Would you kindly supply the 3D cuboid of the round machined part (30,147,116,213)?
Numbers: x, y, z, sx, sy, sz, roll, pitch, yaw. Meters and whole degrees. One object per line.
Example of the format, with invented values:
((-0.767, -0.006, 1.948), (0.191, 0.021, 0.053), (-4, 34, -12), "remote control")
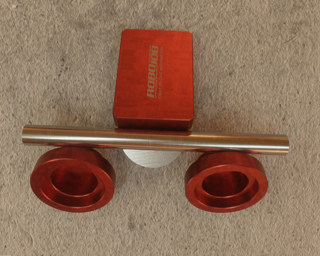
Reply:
((-0.104, 0.059, 0.385), (0.099, 0.042, 0.097), (-1, 129, -1), "round machined part")

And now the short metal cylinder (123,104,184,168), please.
((-0.009, 0.008, 0.399), (0.081, 0.050, 0.079), (0, 90, -1), "short metal cylinder")

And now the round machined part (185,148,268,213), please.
((0.080, 0.061, 0.386), (0.099, 0.042, 0.097), (0, 133, 0), "round machined part")

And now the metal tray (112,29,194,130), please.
((-0.006, -0.062, 0.381), (0.091, 0.030, 0.130), (2, 64, -1), "metal tray")

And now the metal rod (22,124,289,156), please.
((-0.004, 0.014, 0.362), (0.302, 0.025, 0.025), (2, 90, -1), "metal rod")
